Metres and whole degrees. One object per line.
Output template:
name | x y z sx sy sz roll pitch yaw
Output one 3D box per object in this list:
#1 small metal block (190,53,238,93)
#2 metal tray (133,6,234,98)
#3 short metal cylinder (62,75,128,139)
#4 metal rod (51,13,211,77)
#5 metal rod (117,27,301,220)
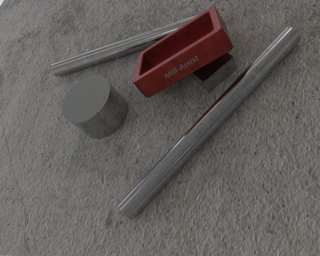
small metal block | 0.067 -0.084 0.420 0.050 0.025 0.050 -41 51 0
metal tray | 0.028 -0.103 0.418 0.130 0.030 0.090 -28 32 22
short metal cylinder | -0.094 -0.030 0.456 0.080 0.050 0.080 -13 56 21
metal rod | -0.055 -0.135 0.515 0.301 0.025 0.025 -12 57 21
metal rod | 0.062 -0.009 0.376 0.300 0.025 0.025 -46 51 -5
